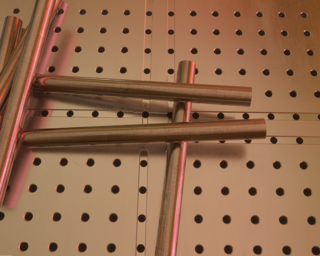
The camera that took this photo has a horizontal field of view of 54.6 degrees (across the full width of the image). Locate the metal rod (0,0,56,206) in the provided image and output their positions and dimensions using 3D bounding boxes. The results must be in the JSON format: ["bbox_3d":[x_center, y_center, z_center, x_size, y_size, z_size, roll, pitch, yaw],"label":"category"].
[{"bbox_3d":[-0.179,-0.052,0.404,0.025,0.025,0.299,8,77,3],"label":"metal rod"}]

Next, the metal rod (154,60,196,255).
[{"bbox_3d":[0.020,0.049,0.393,0.025,0.025,0.299,7,70,2],"label":"metal rod"}]

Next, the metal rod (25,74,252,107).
[{"bbox_3d":[-0.035,-0.051,0.411,0.301,0.025,0.025,5,70,9],"label":"metal rod"}]

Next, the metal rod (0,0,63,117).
[{"bbox_3d":[-0.198,-0.082,0.423,0.025,0.025,0.300,13,64,5],"label":"metal rod"}]

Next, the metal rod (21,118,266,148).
[{"bbox_3d":[-0.025,0.008,0.388,0.301,0.025,0.025,-3,70,7],"label":"metal rod"}]

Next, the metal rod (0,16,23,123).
[{"bbox_3d":[-0.224,-0.021,0.418,0.025,0.025,0.299,1,70,0],"label":"metal rod"}]
